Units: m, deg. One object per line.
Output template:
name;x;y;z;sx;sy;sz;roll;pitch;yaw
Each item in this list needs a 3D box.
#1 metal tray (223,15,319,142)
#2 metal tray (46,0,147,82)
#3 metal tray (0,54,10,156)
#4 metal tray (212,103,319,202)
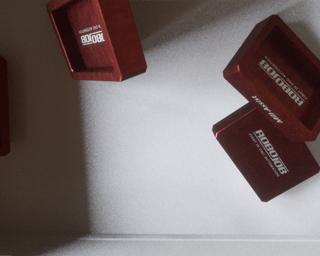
metal tray;0.148;-0.056;0.365;0.130;0.030;0.090;40;73;-14
metal tray;-0.071;-0.097;0.322;0.030;0.130;0.089;-27;113;-29
metal tray;-0.234;-0.025;0.372;0.091;0.030;0.129;-7;115;-35
metal tray;0.143;0.028;0.420;0.090;0.030;0.130;-34;107;11
